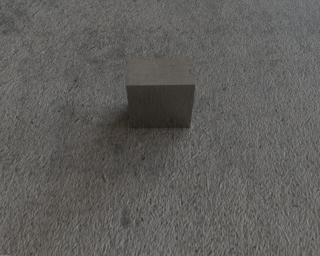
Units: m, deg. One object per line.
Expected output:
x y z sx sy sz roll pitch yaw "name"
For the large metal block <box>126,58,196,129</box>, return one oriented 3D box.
0.000 -0.044 0.406 0.081 0.080 0.050 -1 50 -1 "large metal block"
